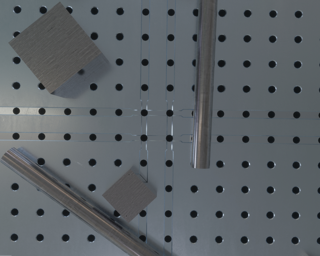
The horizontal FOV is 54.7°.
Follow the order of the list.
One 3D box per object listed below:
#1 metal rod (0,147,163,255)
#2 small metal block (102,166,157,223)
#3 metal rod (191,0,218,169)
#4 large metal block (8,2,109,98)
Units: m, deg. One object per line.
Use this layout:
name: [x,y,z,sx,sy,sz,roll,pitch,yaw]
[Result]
metal rod: [-0.081,0.124,0.412,0.301,0.025,0.025,36,90,0]
small metal block: [-0.040,0.088,0.413,0.050,0.025,0.050,-43,90,0]
metal rod: [0.061,-0.096,0.413,0.025,0.025,0.298,3,90,0]
large metal block: [-0.127,-0.097,0.400,0.080,0.050,0.080,-39,90,0]
